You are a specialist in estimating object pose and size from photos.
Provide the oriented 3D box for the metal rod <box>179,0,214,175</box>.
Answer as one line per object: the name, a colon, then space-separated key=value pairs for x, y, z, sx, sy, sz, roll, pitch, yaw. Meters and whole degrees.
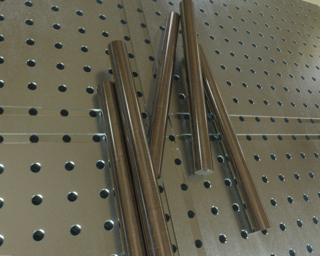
metal rod: x=0.051 y=-0.077 z=0.468 sx=0.025 sy=0.025 sz=0.299 roll=9 pitch=62 yaw=-23

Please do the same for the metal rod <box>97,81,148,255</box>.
metal rod: x=-0.037 y=0.078 z=0.339 sx=0.025 sy=0.025 sz=0.299 roll=0 pitch=62 yaw=-28

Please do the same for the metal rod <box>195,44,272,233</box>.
metal rod: x=0.096 y=-0.001 z=0.459 sx=0.025 sy=0.025 sz=0.299 roll=-1 pitch=62 yaw=-29

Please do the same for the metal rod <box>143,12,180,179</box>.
metal rod: x=0.006 y=-0.067 z=0.451 sx=0.025 sy=0.025 sz=0.300 roll=20 pitch=54 yaw=-17

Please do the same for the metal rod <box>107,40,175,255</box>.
metal rod: x=-0.025 y=0.023 z=0.356 sx=0.025 sy=0.025 sz=0.299 roll=0 pitch=63 yaw=-28
